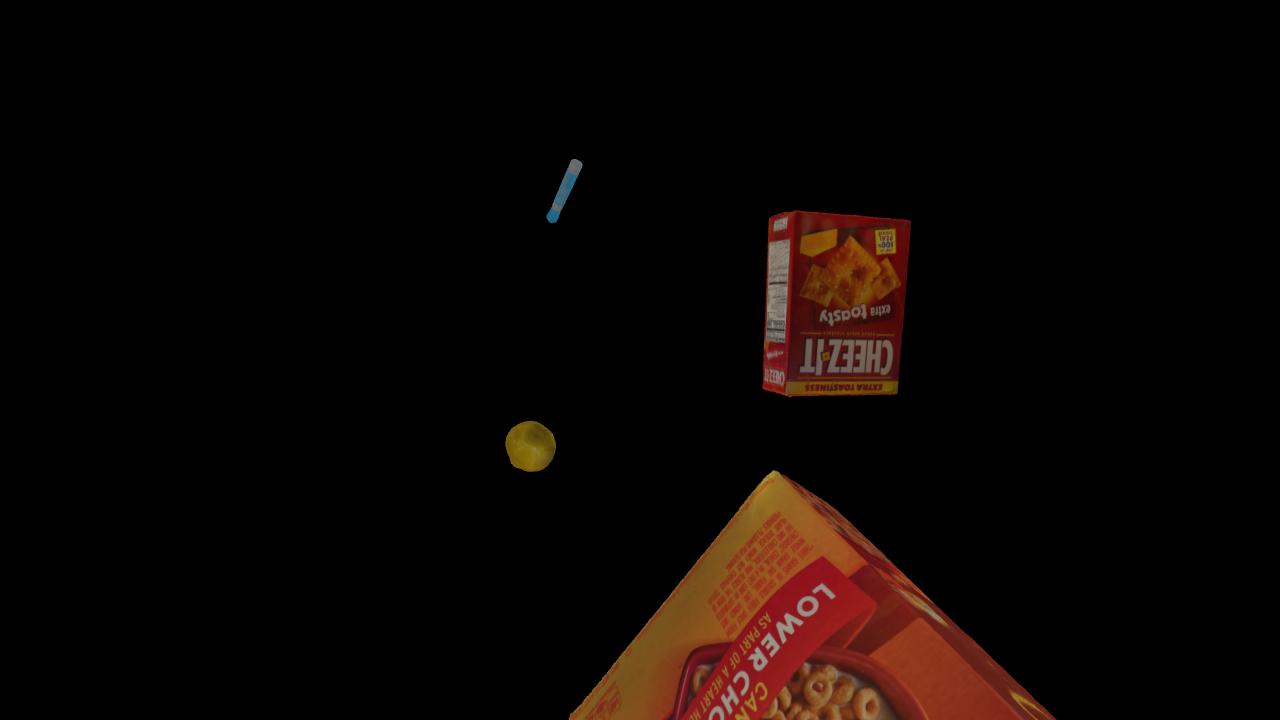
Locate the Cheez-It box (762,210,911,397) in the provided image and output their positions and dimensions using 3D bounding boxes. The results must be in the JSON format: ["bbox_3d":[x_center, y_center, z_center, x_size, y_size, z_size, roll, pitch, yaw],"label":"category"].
[{"bbox_3d":[0.244,-0.067,0.773,0.166,0.223,0.071,1,6,-16],"label":"Cheez-It box"}]

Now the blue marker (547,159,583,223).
[{"bbox_3d":[-0.119,-0.259,0.955,0.020,0.020,0.121,0,-34,-31],"label":"blue marker"}]

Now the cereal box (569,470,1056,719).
[{"bbox_3d":[0.090,0.211,0.246,0.081,0.203,0.306,34,7,-29],"label":"cereal box"}]

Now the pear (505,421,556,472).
[{"bbox_3d":[-0.179,0.150,0.970,0.080,0.080,0.111,0,-41,-29],"label":"pear"}]
